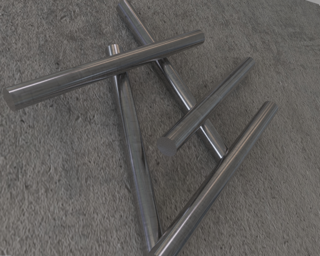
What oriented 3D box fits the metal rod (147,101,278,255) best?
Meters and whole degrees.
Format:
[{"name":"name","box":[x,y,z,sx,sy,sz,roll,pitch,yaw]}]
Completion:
[{"name":"metal rod","box":[0.085,0.048,0.386,0.025,0.025,0.302,45,51,3]}]

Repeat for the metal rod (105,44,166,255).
[{"name":"metal rod","box":[-0.031,0.023,0.372,0.025,0.025,0.299,0,62,-28]}]

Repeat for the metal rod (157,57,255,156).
[{"name":"metal rod","box":[0.084,-0.048,0.451,0.025,0.025,0.302,45,43,3]}]

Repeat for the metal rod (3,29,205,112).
[{"name":"metal rod","box":[-0.044,-0.086,0.398,0.302,0.025,0.025,-29,78,-37]}]

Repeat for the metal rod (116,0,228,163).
[{"name":"metal rod","box":[0.019,-0.069,0.456,0.025,0.025,0.299,-23,74,-36]}]
